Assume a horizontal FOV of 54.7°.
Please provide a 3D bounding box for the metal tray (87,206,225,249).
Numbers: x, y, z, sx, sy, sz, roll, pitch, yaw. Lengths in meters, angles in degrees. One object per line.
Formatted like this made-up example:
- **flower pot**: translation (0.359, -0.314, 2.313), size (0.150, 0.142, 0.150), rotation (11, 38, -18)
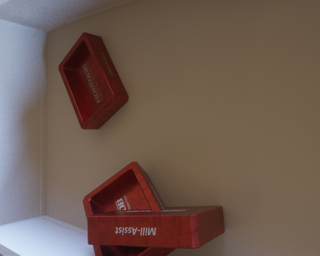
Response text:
- **metal tray**: translation (-0.004, 0.108, 0.348), size (0.130, 0.090, 0.030), rotation (-9, 79, 26)

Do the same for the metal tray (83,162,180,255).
- **metal tray**: translation (-0.040, 0.110, 0.378), size (0.090, 0.030, 0.130), rotation (-36, 37, 0)

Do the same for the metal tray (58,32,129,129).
- **metal tray**: translation (-0.110, -0.074, 0.494), size (0.090, 0.030, 0.130), rotation (-39, 66, 33)
